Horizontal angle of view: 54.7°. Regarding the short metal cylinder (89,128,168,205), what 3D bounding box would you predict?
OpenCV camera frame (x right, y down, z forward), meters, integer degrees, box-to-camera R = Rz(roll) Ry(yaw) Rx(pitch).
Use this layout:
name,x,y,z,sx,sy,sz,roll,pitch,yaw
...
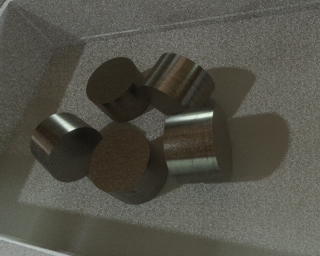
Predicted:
name,x,y,z,sx,sy,sz,roll,pitch,yaw
short metal cylinder,-0.038,0.047,0.377,0.080,0.050,0.080,-13,56,20

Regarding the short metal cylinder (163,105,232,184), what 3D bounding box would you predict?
name,x,y,z,sx,sy,sz,roll,pitch,yaw
short metal cylinder,0.043,0.019,0.333,0.050,0.080,0.080,-9,58,23

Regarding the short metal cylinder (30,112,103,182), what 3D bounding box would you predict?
name,x,y,z,sx,sy,sz,roll,pitch,yaw
short metal cylinder,-0.123,0.025,0.415,0.050,0.080,0.080,30,78,37

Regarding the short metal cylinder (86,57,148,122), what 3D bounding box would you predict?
name,x,y,z,sx,sy,sz,roll,pitch,yaw
short metal cylinder,-0.059,-0.056,0.451,0.080,0.050,0.080,-13,56,20

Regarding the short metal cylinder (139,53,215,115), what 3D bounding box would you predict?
name,x,y,z,sx,sy,sz,roll,pitch,yaw
short metal cylinder,0.021,-0.048,0.387,0.080,0.080,0.050,24,75,36
